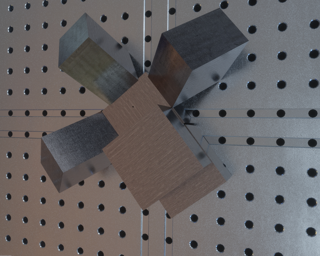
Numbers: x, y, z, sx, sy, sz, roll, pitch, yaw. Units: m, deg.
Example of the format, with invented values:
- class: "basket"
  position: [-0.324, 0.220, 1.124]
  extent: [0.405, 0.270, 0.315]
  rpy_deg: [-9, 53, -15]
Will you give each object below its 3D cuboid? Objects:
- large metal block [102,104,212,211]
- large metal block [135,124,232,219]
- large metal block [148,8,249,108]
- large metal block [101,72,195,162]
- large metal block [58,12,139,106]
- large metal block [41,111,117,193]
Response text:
- class: "large metal block"
  position: [-0.002, 0.031, 0.346]
  extent: [0.080, 0.050, 0.080]
  rpy_deg: [-39, 79, 15]
- class: "large metal block"
  position: [0.030, 0.052, 0.388]
  extent: [0.080, 0.050, 0.080]
  rpy_deg: [-38, 77, 15]
- class: "large metal block"
  position: [0.040, -0.077, 0.353]
  extent: [0.080, 0.080, 0.050]
  rpy_deg: [-31, 77, -23]
- class: "large metal block"
  position: [-0.015, -0.013, 0.405]
  extent: [0.080, 0.050, 0.080]
  rpy_deg: [-40, 78, 15]
- class: "large metal block"
  position: [-0.079, -0.088, 0.395]
  extent: [0.050, 0.080, 0.080]
  rpy_deg: [-40, 38, 16]
- class: "large metal block"
  position: [-0.105, 0.033, 0.405]
  extent: [0.050, 0.081, 0.080]
  rpy_deg: [54, 148, 13]
